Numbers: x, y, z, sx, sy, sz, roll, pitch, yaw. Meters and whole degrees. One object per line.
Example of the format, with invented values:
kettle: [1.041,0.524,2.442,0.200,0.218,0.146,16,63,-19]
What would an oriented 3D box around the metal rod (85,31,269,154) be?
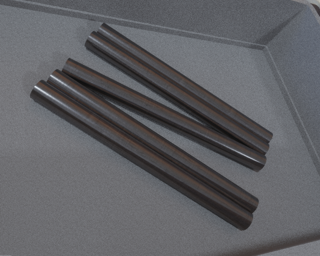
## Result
metal rod: [0.030,-0.045,0.447,0.301,0.025,0.025,32,52,-8]

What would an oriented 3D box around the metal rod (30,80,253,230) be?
metal rod: [-0.016,0.036,0.373,0.301,0.025,0.025,33,51,-7]

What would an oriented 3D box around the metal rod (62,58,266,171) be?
metal rod: [0.014,-0.013,0.419,0.301,0.025,0.025,26,53,-12]

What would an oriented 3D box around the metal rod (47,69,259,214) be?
metal rod: [-0.004,0.021,0.389,0.301,0.025,0.025,33,51,-7]

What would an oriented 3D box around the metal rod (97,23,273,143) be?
metal rod: [0.041,-0.061,0.463,0.301,0.025,0.025,32,52,-8]
